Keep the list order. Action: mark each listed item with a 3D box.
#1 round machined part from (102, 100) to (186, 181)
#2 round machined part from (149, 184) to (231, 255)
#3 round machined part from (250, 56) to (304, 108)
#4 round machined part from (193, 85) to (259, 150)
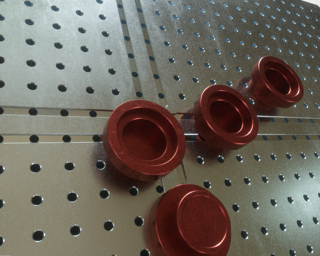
[{"bbox_3d":[-0.022,0.018,0.374,0.099,0.042,0.098,13,56,-21],"label":"round machined part"},{"bbox_3d":[0.040,0.110,0.352,0.099,0.042,0.098,13,56,-21],"label":"round machined part"},{"bbox_3d":[0.202,-0.076,0.551,0.099,0.042,0.098,13,56,-21],"label":"round machined part"},{"bbox_3d":[0.091,-0.012,0.452,0.099,0.042,0.098,13,56,-21],"label":"round machined part"}]
